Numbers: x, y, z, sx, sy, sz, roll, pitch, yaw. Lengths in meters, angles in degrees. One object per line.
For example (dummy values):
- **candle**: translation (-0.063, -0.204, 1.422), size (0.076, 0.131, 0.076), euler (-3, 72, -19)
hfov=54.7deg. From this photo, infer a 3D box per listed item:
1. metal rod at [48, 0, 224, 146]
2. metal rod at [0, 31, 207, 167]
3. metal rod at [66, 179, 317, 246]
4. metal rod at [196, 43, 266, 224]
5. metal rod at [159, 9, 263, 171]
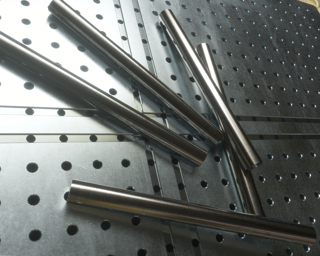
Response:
- **metal rod**: translation (-0.032, -0.078, 0.440), size (0.300, 0.025, 0.025), euler (39, 51, -2)
- **metal rod**: translation (-0.072, -0.033, 0.390), size (0.301, 0.025, 0.025), euler (30, 52, -9)
- **metal rod**: translation (0.048, 0.101, 0.357), size (0.302, 0.025, 0.025), euler (14, 56, -14)
- **metal rod**: translation (0.100, -0.006, 0.467), size (0.025, 0.025, 0.299), euler (3, 60, -27)
- **metal rod**: translation (0.067, -0.072, 0.472), size (0.025, 0.025, 0.299), euler (-8, 60, -32)
